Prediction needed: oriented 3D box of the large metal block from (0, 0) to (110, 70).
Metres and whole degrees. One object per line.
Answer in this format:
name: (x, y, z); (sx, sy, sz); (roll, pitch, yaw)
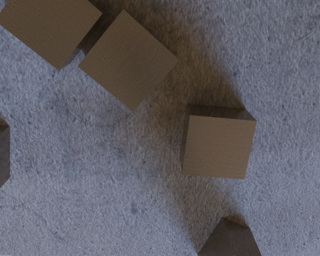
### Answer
large metal block: (-0.117, -0.125, 0.349); (0.080, 0.050, 0.080); (39, 105, -14)

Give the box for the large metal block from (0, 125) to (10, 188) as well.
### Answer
large metal block: (-0.234, 0.045, 0.394); (0.050, 0.080, 0.079); (8, 110, -4)

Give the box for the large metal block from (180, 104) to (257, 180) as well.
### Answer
large metal block: (0.072, 0.017, 0.404); (0.081, 0.050, 0.079); (5, 110, -3)

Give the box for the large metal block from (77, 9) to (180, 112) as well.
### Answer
large metal block: (-0.035, -0.080, 0.366); (0.080, 0.050, 0.080); (40, 105, -14)

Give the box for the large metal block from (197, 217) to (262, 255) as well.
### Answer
large metal block: (0.101, 0.194, 0.454); (0.050, 0.080, 0.080); (25, 108, -9)
